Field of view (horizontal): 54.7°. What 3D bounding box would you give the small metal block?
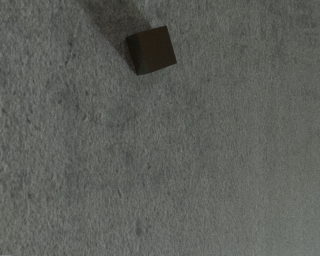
[{"bbox_3d":[-0.010,-0.099,0.398,0.050,0.025,0.050,-28,108,-37],"label":"small metal block"}]
